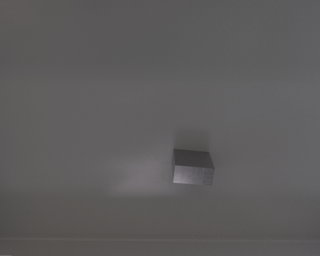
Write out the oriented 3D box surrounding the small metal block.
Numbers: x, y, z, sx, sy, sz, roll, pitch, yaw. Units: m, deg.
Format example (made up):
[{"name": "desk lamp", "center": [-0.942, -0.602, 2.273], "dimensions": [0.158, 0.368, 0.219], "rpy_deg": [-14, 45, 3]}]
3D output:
[{"name": "small metal block", "center": [0.043, 0.052, 0.417], "dimensions": [0.050, 0.050, 0.025], "rpy_deg": [5, 110, -2]}]
